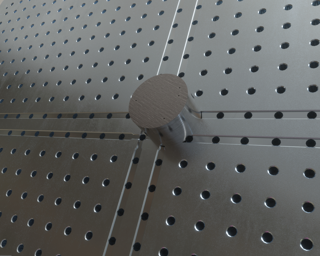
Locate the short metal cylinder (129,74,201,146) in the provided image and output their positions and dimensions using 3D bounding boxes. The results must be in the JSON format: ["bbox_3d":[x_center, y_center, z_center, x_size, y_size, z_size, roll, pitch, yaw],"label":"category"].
[{"bbox_3d":[0.007,-0.023,0.402,0.080,0.050,0.080,-13,56,20],"label":"short metal cylinder"}]
